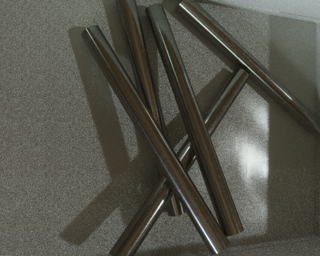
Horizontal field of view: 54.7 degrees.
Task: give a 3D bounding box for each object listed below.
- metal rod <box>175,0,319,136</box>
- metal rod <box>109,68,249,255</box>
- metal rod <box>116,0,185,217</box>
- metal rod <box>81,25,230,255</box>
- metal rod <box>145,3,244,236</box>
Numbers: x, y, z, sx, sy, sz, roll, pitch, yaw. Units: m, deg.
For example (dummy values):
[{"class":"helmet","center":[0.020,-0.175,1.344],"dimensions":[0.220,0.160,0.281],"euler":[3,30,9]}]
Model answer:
[{"class":"metal rod","center":[0.144,-0.085,0.462],"dimensions":[0.301,0.025,0.025],"euler":[37,78,-16]},{"class":"metal rod","center":[0.036,0.034,0.400],"dimensions":[0.025,0.025,0.301],"euler":[42,68,-15]},{"class":"metal rod","center":[-0.012,-0.030,0.405],"dimensions":[0.025,0.025,0.298],"euler":[-15,95,-19]},{"class":"metal rod","center":[-0.008,0.010,0.367],"dimensions":[0.025,0.025,0.299],"euler":[-30,85,-18]},{"class":"metal rod","center":[0.039,-0.017,0.387],"dimensions":[0.025,0.025,0.299],"euler":[-16,81,-19]}]
